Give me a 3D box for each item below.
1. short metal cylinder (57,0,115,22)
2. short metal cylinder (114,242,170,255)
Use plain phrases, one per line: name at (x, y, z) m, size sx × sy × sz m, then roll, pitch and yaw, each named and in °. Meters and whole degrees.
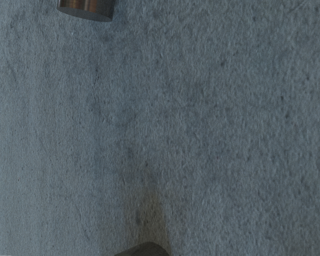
short metal cylinder at (-0.106, -0.191, 0.454) m, size 0.080 × 0.081 × 0.050 m, roll 17°, pitch 101°, yaw 38°
short metal cylinder at (-0.025, 0.198, 0.407) m, size 0.080 × 0.050 × 0.079 m, roll 0°, pitch 90°, yaw 39°
